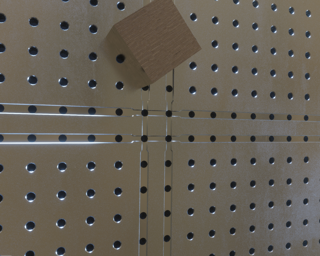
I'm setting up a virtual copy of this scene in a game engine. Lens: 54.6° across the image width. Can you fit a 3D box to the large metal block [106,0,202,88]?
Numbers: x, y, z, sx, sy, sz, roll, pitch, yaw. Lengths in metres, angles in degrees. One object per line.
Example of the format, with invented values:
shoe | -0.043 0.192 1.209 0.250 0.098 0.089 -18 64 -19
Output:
large metal block | -0.008 -0.109 0.396 0.080 0.050 0.080 -38 102 -16
